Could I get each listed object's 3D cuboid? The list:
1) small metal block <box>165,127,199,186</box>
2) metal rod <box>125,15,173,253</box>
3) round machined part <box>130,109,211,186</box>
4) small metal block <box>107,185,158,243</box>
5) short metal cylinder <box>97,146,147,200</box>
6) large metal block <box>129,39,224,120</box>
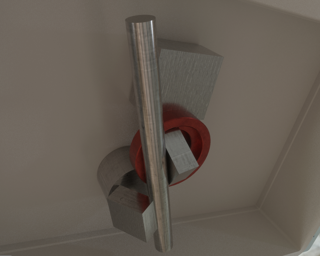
[{"bbox_3d":[0.015,0.034,0.359,0.025,0.050,0.050,-19,161,-22],"label":"small metal block"},{"bbox_3d":[-0.005,0.034,0.336,0.025,0.025,0.298,-18,126,-19],"label":"metal rod"},{"bbox_3d":[0.009,0.021,0.377,0.099,0.042,0.097,-14,125,-21],"label":"round machined part"},{"bbox_3d":[-0.032,0.102,0.370,0.025,0.050,0.050,-44,139,-44],"label":"small metal block"},{"bbox_3d":[-0.038,0.071,0.416,0.081,0.050,0.079,-14,125,-21],"label":"short metal cylinder"},{"bbox_3d":[0.017,-0.057,0.365,0.081,0.050,0.079,0,119,-29],"label":"large metal block"}]
